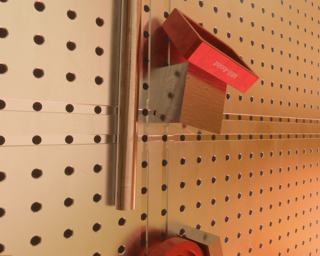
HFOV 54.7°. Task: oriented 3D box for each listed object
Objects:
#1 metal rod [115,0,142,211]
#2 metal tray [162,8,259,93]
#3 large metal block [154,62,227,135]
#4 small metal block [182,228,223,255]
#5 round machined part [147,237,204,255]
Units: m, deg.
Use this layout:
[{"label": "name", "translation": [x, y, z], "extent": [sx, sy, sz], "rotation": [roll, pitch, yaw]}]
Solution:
[{"label": "metal rod", "translation": [-0.038, -0.052, 0.378], "extent": [0.025, 0.025, 0.298], "rotation": [3, 88, -40]}, {"label": "metal tray", "translation": [0.072, -0.106, 0.432], "extent": [0.131, 0.090, 0.030], "rotation": [19, 123, -39]}, {"label": "large metal block", "translation": [0.044, -0.038, 0.432], "extent": [0.081, 0.050, 0.080], "rotation": [15, 81, -39]}, {"label": "small metal block", "translation": [0.063, 0.179, 0.449], "extent": [0.025, 0.050, 0.050], "rotation": [-20, 103, -39]}, {"label": "round machined part", "translation": [0.014, 0.195, 0.412], "extent": [0.099, 0.042, 0.097], "rotation": [0, 90, -40]}]
